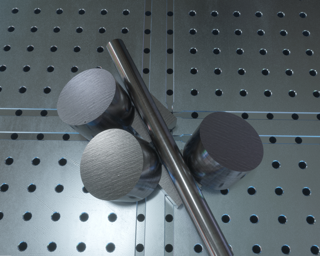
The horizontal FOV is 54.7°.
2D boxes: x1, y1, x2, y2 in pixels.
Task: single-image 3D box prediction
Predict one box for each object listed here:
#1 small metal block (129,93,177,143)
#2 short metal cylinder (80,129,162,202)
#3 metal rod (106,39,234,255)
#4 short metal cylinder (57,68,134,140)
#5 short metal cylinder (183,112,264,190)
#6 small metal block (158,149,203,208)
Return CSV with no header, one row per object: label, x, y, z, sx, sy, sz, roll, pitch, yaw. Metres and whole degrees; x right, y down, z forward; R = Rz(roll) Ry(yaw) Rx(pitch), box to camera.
small metal block,-0.013,-0.009,0.411,0.050,0.025,0.050,-41,75,-14
short metal cylinder,-0.045,0.045,0.363,0.080,0.050,0.080,-6,73,21
metal rod,0.003,0.014,0.376,0.025,0.025,0.299,-24,72,-9
short metal cylinder,-0.080,-0.028,0.389,0.080,0.050,0.080,-10,60,18
short metal cylinder,0.074,0.027,0.372,0.081,0.050,0.080,11,53,-15
small metal block,0.024,0.063,0.385,0.050,0.025,0.050,-38,75,-13
